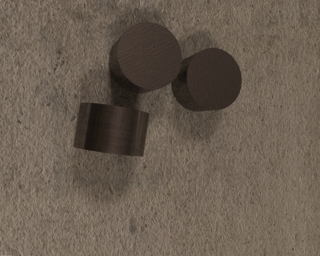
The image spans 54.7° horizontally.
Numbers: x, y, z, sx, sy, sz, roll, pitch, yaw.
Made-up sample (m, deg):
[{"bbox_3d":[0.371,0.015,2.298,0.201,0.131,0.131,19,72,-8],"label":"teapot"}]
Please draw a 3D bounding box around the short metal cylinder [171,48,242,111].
[{"bbox_3d":[0.062,-0.063,0.420,0.081,0.050,0.079,0,90,-20],"label":"short metal cylinder"}]

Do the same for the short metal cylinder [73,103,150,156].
[{"bbox_3d":[-0.056,0.002,0.360,0.081,0.080,0.050,9,87,-20],"label":"short metal cylinder"}]

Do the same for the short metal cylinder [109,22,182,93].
[{"bbox_3d":[-0.019,-0.086,0.389,0.081,0.050,0.079,0,90,-21],"label":"short metal cylinder"}]
